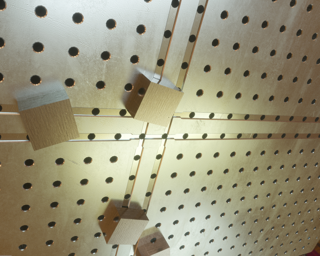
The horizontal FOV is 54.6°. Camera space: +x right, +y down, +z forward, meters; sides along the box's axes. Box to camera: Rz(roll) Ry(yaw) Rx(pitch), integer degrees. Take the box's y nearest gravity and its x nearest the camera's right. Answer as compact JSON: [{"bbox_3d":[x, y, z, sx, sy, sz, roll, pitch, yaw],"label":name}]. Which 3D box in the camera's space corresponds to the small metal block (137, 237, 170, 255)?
[{"bbox_3d":[-0.010,0.225,0.544,0.050,0.025,0.050,-16,125,-20],"label":"small metal block"}]

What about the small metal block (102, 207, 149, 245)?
[{"bbox_3d":[-0.053,0.151,0.475,0.050,0.025,0.050,17,110,-35],"label":"small metal block"}]

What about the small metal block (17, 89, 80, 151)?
[{"bbox_3d":[-0.121,-0.009,0.339,0.050,0.025,0.050,-18,126,-18],"label":"small metal block"}]

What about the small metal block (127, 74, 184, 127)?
[{"bbox_3d":[-0.006,-0.033,0.387,0.050,0.025,0.050,14,111,-34],"label":"small metal block"}]
